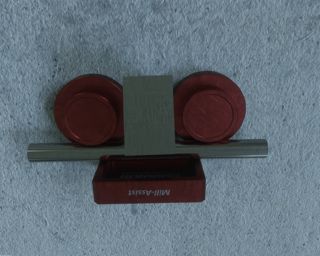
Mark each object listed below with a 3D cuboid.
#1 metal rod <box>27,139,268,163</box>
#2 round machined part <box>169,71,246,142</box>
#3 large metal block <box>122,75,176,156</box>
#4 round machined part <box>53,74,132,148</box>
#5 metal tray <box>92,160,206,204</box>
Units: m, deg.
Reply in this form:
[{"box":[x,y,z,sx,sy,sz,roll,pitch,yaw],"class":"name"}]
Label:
[{"box":[-0.015,0.029,0.400,0.302,0.025,0.025,-1,110,0],"class":"metal rod"},{"box":[0.061,-0.021,0.394,0.099,0.042,0.097,0,110,-1],"class":"round machined part"},{"box":[-0.011,-0.011,0.349,0.050,0.080,0.080,-2,87,0],"class":"large metal block"},{"box":[-0.086,-0.017,0.392,0.099,0.042,0.097,0,110,-1],"class":"round machined part"},{"box":[-0.013,0.059,0.398,0.131,0.090,0.030,-1,110,0],"class":"metal tray"}]
